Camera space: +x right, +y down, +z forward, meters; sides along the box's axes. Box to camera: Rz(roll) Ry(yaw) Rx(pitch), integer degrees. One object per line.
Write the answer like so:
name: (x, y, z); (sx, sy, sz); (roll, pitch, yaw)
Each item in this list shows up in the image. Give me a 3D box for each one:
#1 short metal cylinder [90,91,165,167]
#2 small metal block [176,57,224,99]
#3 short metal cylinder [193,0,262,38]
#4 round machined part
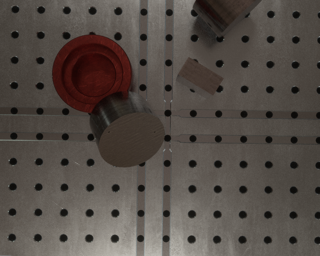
short metal cylinder: (-0.041, 0.002, 0.380); (0.081, 0.050, 0.079); (-14, 129, -17)
small metal block: (0.050, -0.063, 0.402); (0.050, 0.050, 0.025); (31, 90, -1)
short metal cylinder: (0.088, -0.160, 0.387); (0.080, 0.080, 0.050); (-41, 91, 0)
round machined part: (-0.084, -0.067, 0.404); (0.099, 0.042, 0.097); (0, 90, -1)
